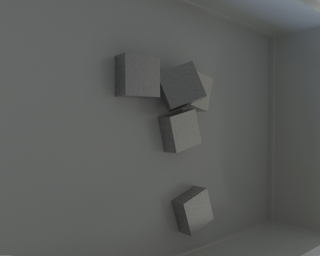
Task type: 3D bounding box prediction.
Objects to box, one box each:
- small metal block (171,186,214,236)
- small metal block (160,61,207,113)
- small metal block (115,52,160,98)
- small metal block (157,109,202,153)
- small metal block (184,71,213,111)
[{"bbox_3d":[0.048,0.119,0.450,0.050,0.025,0.050,-23,105,-38],"label":"small metal block"},{"bbox_3d":[0.027,-0.054,0.409,0.050,0.025,0.050,-21,86,-9],"label":"small metal block"},{"bbox_3d":[-0.028,-0.063,0.383,0.050,0.025,0.050,-1,91,-37],"label":"small metal block"},{"bbox_3d":[0.028,0.003,0.432,0.050,0.025,0.050,-19,102,-39],"label":"small metal block"},{"bbox_3d":[0.047,-0.054,0.448,0.050,0.025,0.050,17,79,-39],"label":"small metal block"}]
